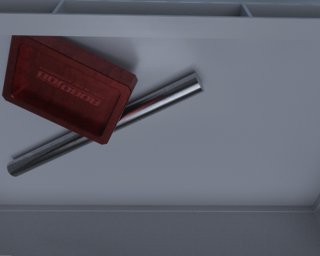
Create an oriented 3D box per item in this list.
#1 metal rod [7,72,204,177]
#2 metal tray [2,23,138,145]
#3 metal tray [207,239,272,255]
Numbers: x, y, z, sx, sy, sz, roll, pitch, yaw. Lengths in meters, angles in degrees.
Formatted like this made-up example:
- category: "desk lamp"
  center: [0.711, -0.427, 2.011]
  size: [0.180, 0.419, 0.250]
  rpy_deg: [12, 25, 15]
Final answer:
- category: "metal rod"
  center: [-0.084, 0.003, 0.410]
  size: [0.300, 0.025, 0.025]
  rpy_deg: [-24, 127, 18]
- category: "metal tray"
  center: [-0.102, -0.045, 0.347]
  size: [0.131, 0.030, 0.089]
  rpy_deg: [26, 125, -7]
- category: "metal tray"
  center: [0.163, 0.275, 0.606]
  size: [0.131, 0.090, 0.030]
  rpy_deg: [13, 129, -12]
